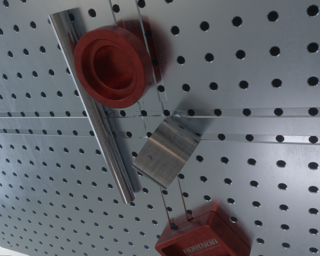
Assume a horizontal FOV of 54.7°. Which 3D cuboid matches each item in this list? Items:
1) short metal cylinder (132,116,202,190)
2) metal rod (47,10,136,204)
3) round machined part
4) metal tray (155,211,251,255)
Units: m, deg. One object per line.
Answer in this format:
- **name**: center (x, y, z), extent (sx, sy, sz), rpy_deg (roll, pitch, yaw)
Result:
- **short metal cylinder**: center (0.009, 0.031, 0.390), extent (0.050, 0.080, 0.079), rpy_deg (35, 129, 5)
- **metal rod**: center (-0.091, -0.014, 0.450), extent (0.025, 0.025, 0.298), rpy_deg (-2, 118, 29)
- **round machined part**: center (-0.052, -0.077, 0.381), extent (0.098, 0.042, 0.097), rpy_deg (13, 124, 21)
- **metal tray**: center (0.064, 0.193, 0.493), extent (0.090, 0.030, 0.129), rpy_deg (47, 129, -5)
